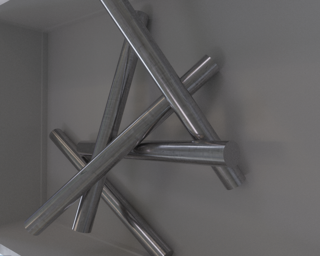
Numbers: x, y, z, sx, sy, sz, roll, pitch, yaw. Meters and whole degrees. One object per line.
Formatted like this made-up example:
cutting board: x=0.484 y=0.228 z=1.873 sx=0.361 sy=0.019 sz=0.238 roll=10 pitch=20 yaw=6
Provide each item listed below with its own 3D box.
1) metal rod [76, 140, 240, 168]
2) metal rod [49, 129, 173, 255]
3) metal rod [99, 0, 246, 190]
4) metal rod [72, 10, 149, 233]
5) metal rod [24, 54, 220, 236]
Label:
metal rod: x=-0.030 y=0.028 z=0.398 sx=0.299 sy=0.025 sz=0.025 roll=-3 pitch=88 yaw=50
metal rod: x=-0.091 y=0.090 z=0.481 sx=0.300 sy=0.025 sz=0.025 roll=38 pitch=114 yaw=33
metal rod: x=0.000 y=-0.063 z=0.329 sx=0.025 sy=0.025 sz=0.299 roll=-31 pitch=95 yaw=36
metal rod: x=-0.064 y=-0.013 z=0.413 sx=0.025 sy=0.025 sz=0.299 roll=9 pitch=81 yaw=39
metal rod: x=-0.049 y=0.024 z=0.374 sx=0.300 sy=0.025 sz=0.025 roll=-42 pitch=62 yaw=6
